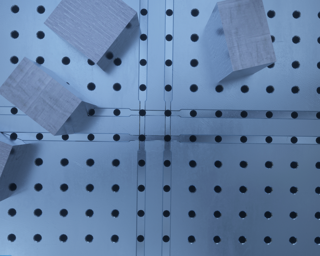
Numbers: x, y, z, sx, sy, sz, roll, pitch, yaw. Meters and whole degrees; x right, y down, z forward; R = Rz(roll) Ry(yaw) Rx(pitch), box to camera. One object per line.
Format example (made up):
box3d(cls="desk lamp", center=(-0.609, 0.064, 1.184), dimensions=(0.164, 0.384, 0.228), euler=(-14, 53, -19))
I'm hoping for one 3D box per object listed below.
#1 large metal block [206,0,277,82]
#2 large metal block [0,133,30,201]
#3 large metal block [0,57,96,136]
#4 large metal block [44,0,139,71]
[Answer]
box3d(cls="large metal block", center=(0.097, -0.108, 0.387), dimensions=(0.050, 0.080, 0.080), euler=(-13, 90, 0))
box3d(cls="large metal block", center=(-0.230, 0.044, 0.398), dimensions=(0.080, 0.050, 0.080), euler=(21, 90, -1))
box3d(cls="large metal block", center=(-0.134, -0.036, 0.384), dimensions=(0.080, 0.080, 0.050), euler=(38, 90, -1))
box3d(cls="large metal block", center=(-0.084, -0.134, 0.400), dimensions=(0.080, 0.050, 0.080), euler=(38, 90, -1))
